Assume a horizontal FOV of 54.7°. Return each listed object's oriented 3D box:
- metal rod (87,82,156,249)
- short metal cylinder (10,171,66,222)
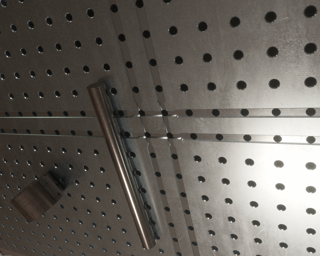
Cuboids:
[{"bbox_3d":[-0.053,0.072,0.481,0.025,0.025,0.298,0,119,28],"label":"metal rod"},{"bbox_3d":[-0.222,0.125,0.567,0.080,0.080,0.050,-30,102,37],"label":"short metal cylinder"}]
